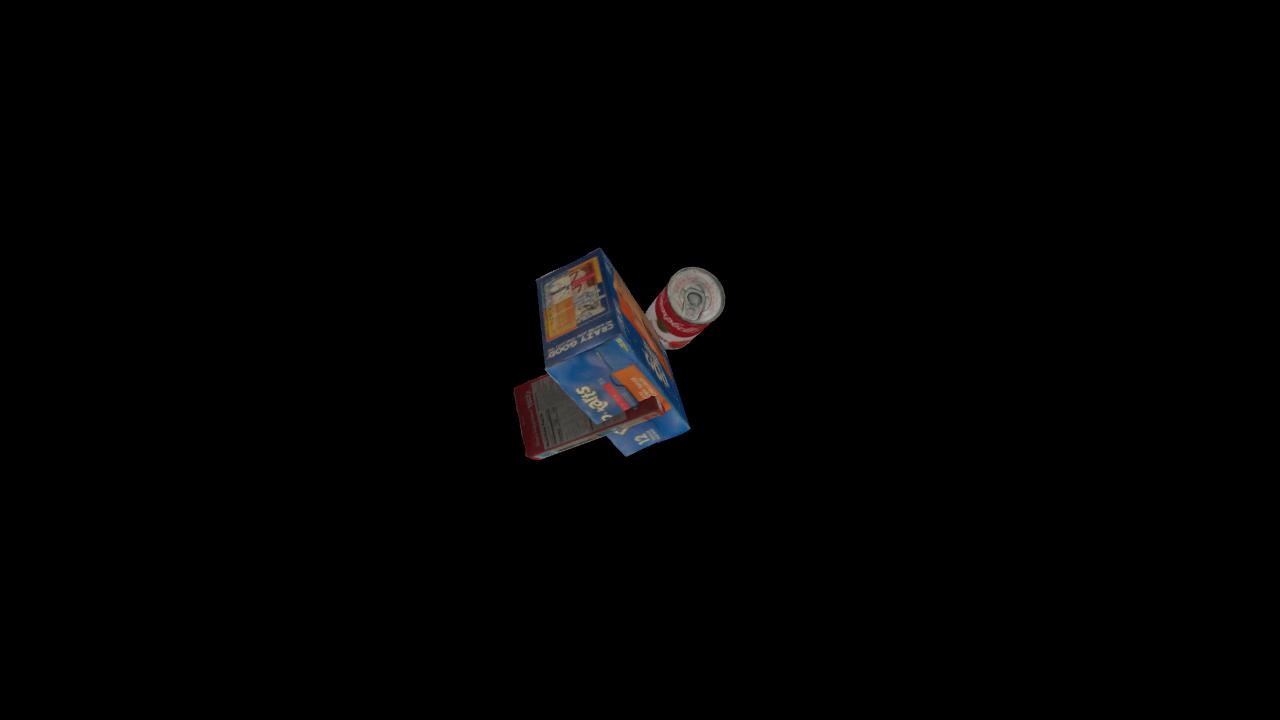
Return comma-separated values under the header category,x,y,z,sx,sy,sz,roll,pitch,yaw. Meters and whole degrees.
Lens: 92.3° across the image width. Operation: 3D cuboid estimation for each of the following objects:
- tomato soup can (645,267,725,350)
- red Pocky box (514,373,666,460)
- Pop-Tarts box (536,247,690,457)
category,x,y,z,sx,sy,sz,roll,pitch,yaw
tomato soup can,0.048,-0.057,0.712,0.068,0.068,0.101,0,-16,-16
red Pocky box,-0.055,0.042,0.644,0.155,0.083,0.028,-21,-20,16
Pop-Tarts box,-0.028,-0.006,0.651,0.083,0.141,0.167,-26,-46,12
